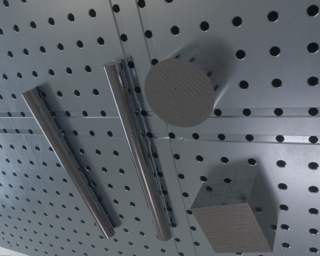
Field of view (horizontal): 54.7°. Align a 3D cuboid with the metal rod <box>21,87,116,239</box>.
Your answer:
[{"bbox_3d":[-0.150,0.071,0.533,0.025,0.025,0.299,-10,114,32],"label":"metal rod"}]

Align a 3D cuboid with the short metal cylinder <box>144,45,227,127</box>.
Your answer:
[{"bbox_3d":[0.030,-0.047,0.350,0.080,0.050,0.079,13,124,21],"label":"short metal cylinder"}]

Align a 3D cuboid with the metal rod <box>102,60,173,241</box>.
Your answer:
[{"bbox_3d":[-0.026,0.049,0.455,0.025,0.025,0.298,-1,118,28],"label":"metal rod"}]

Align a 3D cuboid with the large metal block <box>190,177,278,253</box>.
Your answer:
[{"bbox_3d":[0.100,0.118,0.415,0.080,0.050,0.080,-17,110,35],"label":"large metal block"}]
